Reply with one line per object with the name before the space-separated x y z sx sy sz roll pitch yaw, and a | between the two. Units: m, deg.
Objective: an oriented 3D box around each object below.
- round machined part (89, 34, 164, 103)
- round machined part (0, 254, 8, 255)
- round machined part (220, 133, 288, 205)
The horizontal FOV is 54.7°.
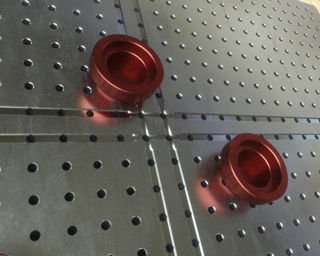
round machined part | -0.048 -0.075 0.419 0.099 0.042 0.098 14 56 -21
round machined part | -0.140 0.148 0.232 0.099 0.042 0.098 14 56 -21
round machined part | 0.124 0.059 0.430 0.099 0.042 0.098 14 56 -21
